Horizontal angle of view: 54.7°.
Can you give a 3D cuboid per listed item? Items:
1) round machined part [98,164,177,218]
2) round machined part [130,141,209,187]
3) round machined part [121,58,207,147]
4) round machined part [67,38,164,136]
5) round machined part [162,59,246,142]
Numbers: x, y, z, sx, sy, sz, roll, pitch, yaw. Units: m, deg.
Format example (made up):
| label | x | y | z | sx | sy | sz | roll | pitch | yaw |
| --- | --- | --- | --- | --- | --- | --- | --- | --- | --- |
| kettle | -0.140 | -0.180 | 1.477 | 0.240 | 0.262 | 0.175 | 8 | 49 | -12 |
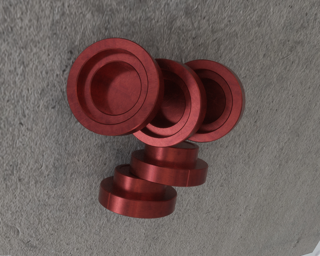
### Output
| label | x | y | z | sx | sy | sz | roll | pitch | yaw |
| --- | --- | --- | --- | --- | --- | --- | --- | --- | --- |
| round machined part | -0.026 | 0.075 | 0.395 | 0.099 | 0.098 | 0.042 | 5 | 98 | -31 |
| round machined part | 0.013 | 0.038 | 0.394 | 0.099 | 0.098 | 0.042 | 4 | 98 | -31 |
| round machined part | 0.007 | -0.029 | 0.357 | 0.042 | 0.098 | 0.097 | -15 | 134 | -64 |
| round machined part | -0.043 | -0.040 | 0.324 | 0.098 | 0.098 | 0.042 | -50 | 167 | 7 |
| round machined part | 0.055 | -0.034 | 0.381 | 0.042 | 0.098 | 0.097 | -17 | 135 | -65 |
